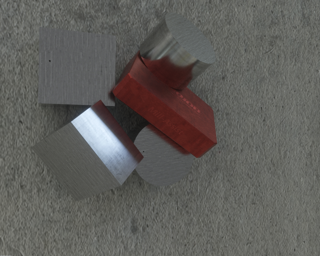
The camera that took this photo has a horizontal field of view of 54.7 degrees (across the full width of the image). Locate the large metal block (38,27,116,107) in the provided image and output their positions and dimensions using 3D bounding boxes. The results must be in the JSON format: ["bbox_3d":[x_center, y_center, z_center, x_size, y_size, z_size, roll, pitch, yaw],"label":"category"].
[{"bbox_3d":[-0.097,-0.065,0.359,0.081,0.050,0.080,1,90,-20],"label":"large metal block"}]

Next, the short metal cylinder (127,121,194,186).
[{"bbox_3d":[-0.003,0.030,0.397,0.081,0.050,0.080,0,90,-20],"label":"short metal cylinder"}]

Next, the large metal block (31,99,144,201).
[{"bbox_3d":[-0.080,0.027,0.344,0.080,0.080,0.050,55,38,-12],"label":"large metal block"}]

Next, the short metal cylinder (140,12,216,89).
[{"bbox_3d":[0.022,-0.095,0.384,0.080,0.050,0.080,28,41,-27],"label":"short metal cylinder"}]

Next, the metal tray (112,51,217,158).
[{"bbox_3d":[0.011,-0.031,0.381,0.130,0.090,0.030,37,118,-16],"label":"metal tray"}]
